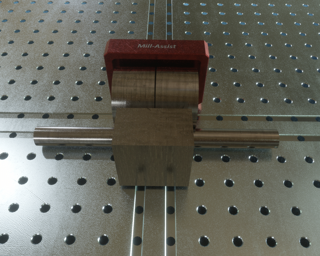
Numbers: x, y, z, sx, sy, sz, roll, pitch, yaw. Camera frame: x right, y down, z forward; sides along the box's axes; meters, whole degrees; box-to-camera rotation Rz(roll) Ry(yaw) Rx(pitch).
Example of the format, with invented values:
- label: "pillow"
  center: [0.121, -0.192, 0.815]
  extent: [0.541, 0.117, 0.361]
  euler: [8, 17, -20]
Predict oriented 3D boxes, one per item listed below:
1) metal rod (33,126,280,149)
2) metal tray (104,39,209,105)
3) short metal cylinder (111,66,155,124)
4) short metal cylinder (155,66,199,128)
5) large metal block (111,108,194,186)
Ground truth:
- label: "metal rod"
  center: [-0.004, 0.012, 0.392]
  extent: [0.302, 0.025, 0.025]
  euler: [1, 50, 0]
- label: "metal tray"
  center: [-0.004, -0.074, 0.423]
  extent: [0.131, 0.089, 0.030]
  euler: [1, 50, 0]
- label: "short metal cylinder"
  center: [-0.031, -0.040, 0.401]
  extent: [0.050, 0.080, 0.080]
  euler: [1, 50, 0]
- label: "short metal cylinder"
  center: [0.021, -0.039, 0.401]
  extent: [0.050, 0.080, 0.080]
  euler: [1, 50, 1]
- label: "large metal block"
  center: [-0.006, 0.023, 0.347]
  extent: [0.081, 0.080, 0.050]
  euler: [1, 50, 0]
